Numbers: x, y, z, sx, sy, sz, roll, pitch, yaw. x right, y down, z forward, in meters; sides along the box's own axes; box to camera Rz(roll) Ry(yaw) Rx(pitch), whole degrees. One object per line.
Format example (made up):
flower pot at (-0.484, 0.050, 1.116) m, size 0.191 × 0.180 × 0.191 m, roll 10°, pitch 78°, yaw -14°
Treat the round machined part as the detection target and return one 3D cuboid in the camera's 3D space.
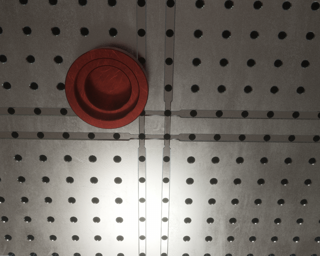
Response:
round machined part at (-0.063, -0.051, 0.385) m, size 0.099 × 0.042 × 0.097 m, roll 0°, pitch 110°, yaw -1°
